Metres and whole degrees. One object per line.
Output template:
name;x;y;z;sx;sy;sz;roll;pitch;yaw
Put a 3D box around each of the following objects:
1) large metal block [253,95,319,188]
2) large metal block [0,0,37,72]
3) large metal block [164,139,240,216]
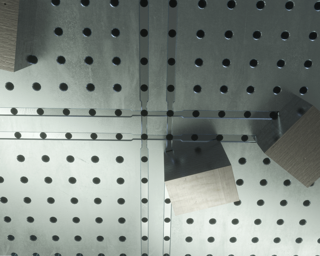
large metal block;0.186;0.017;0.408;0.080;0.050;0.080;37;106;-13
large metal block;-0.194;-0.116;0.356;0.080;0.050;0.079;13;110;-5
large metal block;0.051;0.062;0.407;0.080;0.080;0.050;-15;110;5
